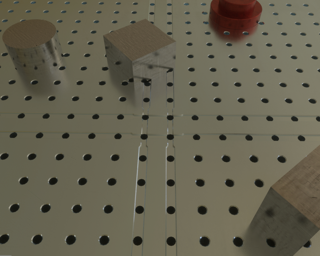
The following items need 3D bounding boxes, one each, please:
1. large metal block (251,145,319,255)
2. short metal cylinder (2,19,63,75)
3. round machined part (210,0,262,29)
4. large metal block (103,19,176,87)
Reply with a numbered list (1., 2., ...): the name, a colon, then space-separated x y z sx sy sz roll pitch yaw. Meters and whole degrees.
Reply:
1. large metal block: 0.146 0.074 0.311 0.081 0.080 0.050 -31 57 -24
2. short metal cylinder: -0.203 -0.132 0.501 0.080 0.050 0.080 0 50 0
3. round machined part: 0.147 -0.235 0.595 0.099 0.042 0.098 0 50 0
4. large metal block: -0.032 -0.121 0.493 0.081 0.050 0.080 -30 56 -23
